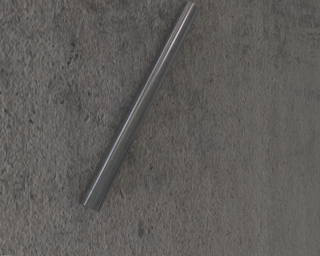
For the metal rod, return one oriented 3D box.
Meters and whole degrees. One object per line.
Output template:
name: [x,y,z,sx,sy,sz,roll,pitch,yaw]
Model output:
metal rod: [-0.018,-0.041,0.388,0.025,0.025,0.300,39,67,-33]
